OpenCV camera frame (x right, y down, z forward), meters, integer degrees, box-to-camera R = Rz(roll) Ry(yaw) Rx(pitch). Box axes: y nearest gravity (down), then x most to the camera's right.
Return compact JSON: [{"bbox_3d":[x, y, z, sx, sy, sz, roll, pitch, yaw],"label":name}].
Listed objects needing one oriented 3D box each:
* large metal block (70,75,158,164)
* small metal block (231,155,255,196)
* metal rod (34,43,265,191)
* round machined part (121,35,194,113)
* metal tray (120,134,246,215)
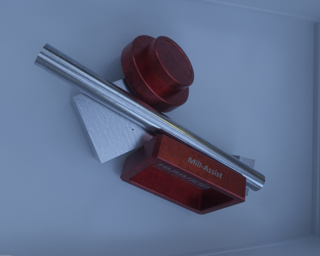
[{"bbox_3d":[-0.053,-0.012,0.376,0.081,0.050,0.080,-24,98,-19],"label":"large metal block"},{"bbox_3d":[0.103,0.064,0.435,0.025,0.050,0.050,16,85,-20],"label":"small metal block"},{"bbox_3d":[0.004,-0.002,0.357,0.301,0.025,0.025,30,80,-18],"label":"metal rod"},{"bbox_3d":[0.004,-0.071,0.375,0.098,0.042,0.098,31,45,-35],"label":"round machined part"},{"bbox_3d":[0.028,0.063,0.382,0.131,0.090,0.030,28,53,-19],"label":"metal tray"}]
